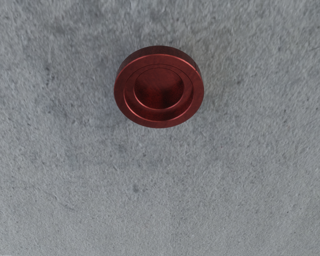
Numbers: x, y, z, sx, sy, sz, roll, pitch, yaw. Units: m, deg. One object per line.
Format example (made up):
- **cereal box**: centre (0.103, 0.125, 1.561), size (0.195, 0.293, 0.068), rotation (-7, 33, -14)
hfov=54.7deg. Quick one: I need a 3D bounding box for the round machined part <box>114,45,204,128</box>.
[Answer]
- **round machined part**: centre (-0.001, -0.050, 0.354), size (0.099, 0.042, 0.097), rotation (-1, 130, 0)
